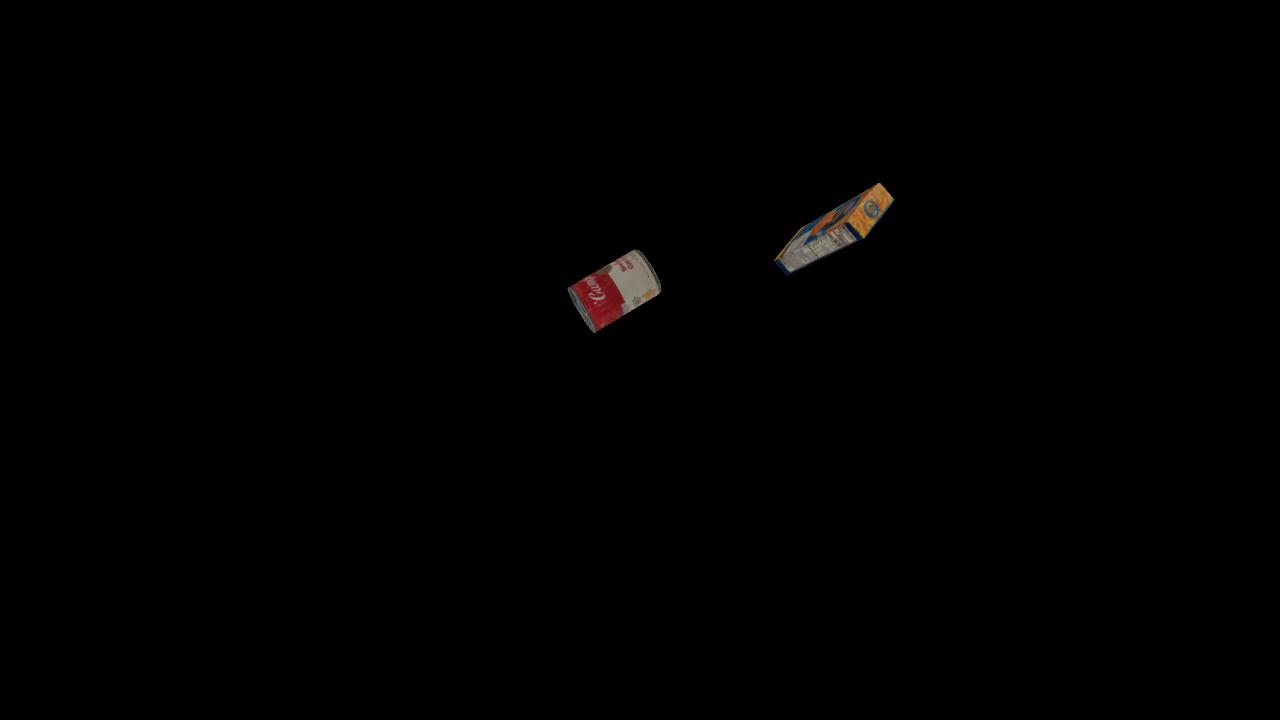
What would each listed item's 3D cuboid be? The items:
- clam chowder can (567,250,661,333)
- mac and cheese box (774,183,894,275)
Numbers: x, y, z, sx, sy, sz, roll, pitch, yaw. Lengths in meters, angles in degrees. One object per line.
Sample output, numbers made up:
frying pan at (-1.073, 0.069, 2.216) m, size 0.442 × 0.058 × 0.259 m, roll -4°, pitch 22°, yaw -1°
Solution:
clam chowder can at (-0.032, -0.088, 0.786) m, size 0.102 × 0.068 × 0.068 m, roll -31°, pitch 5°, yaw -9°
mac and cheese box at (0.289, -0.194, 0.937) m, size 0.093 × 0.041 × 0.184 m, roll -47°, pitch 9°, yaw -22°
